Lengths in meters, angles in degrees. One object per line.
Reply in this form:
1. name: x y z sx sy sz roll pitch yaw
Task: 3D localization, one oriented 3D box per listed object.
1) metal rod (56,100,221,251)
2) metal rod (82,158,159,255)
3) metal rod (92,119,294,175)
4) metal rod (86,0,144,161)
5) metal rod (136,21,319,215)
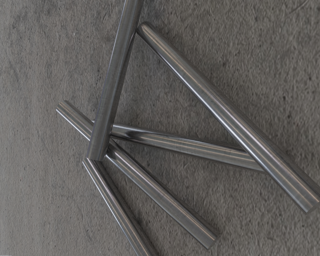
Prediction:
1. metal rod: -0.045 0.049 0.420 0.300 0.025 0.025 37 113 26
2. metal rod: -0.030 0.155 0.429 0.300 0.025 0.025 51 120 27
3. metal rod: 0.012 0.018 0.395 0.300 0.025 0.025 10 97 39
4. metal rod: -0.051 -0.104 0.416 0.025 0.025 0.298 13 88 39
5. metal rod: 0.055 -0.035 0.340 0.025 0.025 0.300 -56 52 25
